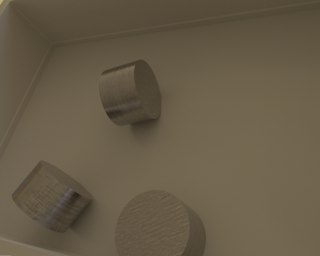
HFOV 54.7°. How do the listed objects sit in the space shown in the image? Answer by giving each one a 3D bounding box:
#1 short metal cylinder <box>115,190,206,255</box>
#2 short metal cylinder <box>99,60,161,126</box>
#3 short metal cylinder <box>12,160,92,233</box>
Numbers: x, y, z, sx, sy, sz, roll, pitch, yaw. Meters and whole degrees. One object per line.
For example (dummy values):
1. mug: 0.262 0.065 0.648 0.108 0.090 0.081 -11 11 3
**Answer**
1. short metal cylinder: 0.001 0.110 0.320 0.080 0.050 0.080 -13 56 20
2. short metal cylinder: -0.038 -0.046 0.417 0.050 0.080 0.080 -12 57 21
3. short metal cylinder: -0.133 0.084 0.386 0.080 0.080 0.050 31 79 37
